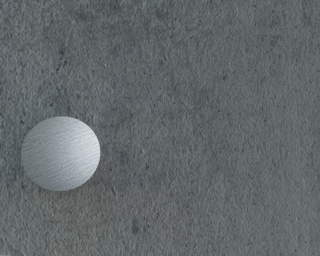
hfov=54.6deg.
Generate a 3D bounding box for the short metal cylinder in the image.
[{"bbox_3d":[-0.113,0.027,0.354,0.081,0.050,0.080,0,90,-20],"label":"short metal cylinder"}]
